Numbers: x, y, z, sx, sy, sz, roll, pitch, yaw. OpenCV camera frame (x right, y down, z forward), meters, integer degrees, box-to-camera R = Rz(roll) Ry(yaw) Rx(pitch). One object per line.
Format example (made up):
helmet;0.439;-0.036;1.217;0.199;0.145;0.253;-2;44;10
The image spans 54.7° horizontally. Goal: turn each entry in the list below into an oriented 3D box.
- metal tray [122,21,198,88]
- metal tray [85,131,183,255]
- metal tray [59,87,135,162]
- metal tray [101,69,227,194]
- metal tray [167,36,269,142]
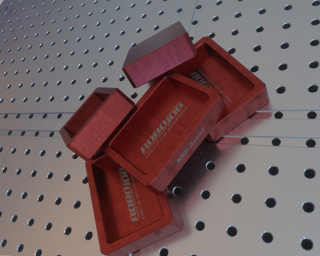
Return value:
metal tray;-0.001;-0.106;0.431;0.090;0.030;0.130;-27;23;11
metal tray;-0.037;0.076;0.376;0.090;0.030;0.130;-29;52;9
metal tray;-0.090;-0.012;0.418;0.090;0.030;0.130;-51;22;-8
metal tray;0.003;0.000;0.364;0.090;0.030;0.130;32;79;37
metal tray;0.064;-0.055;0.404;0.090;0.030;0.130;-37;51;3
